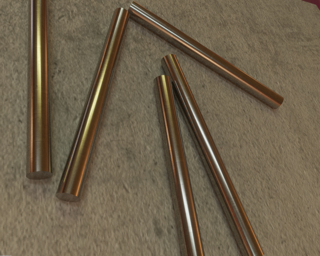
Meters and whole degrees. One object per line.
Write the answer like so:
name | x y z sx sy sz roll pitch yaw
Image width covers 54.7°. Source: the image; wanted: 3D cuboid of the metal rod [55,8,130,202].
metal rod | -0.076 -0.053 0.395 0.025 0.025 0.300 20 54 -17

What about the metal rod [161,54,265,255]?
metal rod | 0.063 0.025 0.424 0.025 0.025 0.299 -8 66 -32

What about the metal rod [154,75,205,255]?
metal rod | 0.024 0.062 0.380 0.025 0.025 0.299 5 59 -26

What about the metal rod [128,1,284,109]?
metal rod | 0.081 -0.119 0.521 0.301 0.025 0.025 30 52 -9

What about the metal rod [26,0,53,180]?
metal rod | -0.147 -0.084 0.376 0.025 0.025 0.299 3 60 -27
